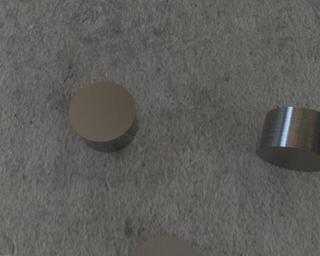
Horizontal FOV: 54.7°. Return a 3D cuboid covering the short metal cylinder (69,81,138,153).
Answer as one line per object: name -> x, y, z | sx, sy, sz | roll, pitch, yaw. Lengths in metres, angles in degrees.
short metal cylinder -> -0.070, -0.013, 0.399 | 0.081, 0.050, 0.080 | 0, 70, 0

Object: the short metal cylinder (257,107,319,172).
short metal cylinder -> 0.165, 0.015, 0.375 | 0.080, 0.080, 0.050 | 17, 71, 5

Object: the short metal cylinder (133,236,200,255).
short metal cylinder -> 0.006, 0.159, 0.337 | 0.081, 0.050, 0.080 | 0, 70, 0
